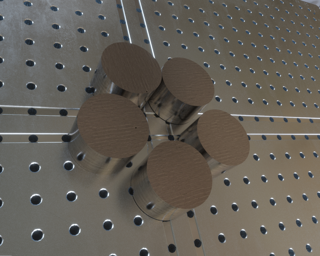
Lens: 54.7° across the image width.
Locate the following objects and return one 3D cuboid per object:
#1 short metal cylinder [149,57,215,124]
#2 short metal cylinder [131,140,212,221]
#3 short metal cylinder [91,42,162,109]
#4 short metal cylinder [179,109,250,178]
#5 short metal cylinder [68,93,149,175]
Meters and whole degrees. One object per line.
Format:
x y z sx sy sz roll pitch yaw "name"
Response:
0.029 -0.052 0.438 0.081 0.050 0.080 13 57 -21 "short metal cylinder"
0.013 0.061 0.360 0.081 0.050 0.080 13 56 -20 "short metal cylinder"
-0.045 -0.065 0.407 0.081 0.050 0.080 14 56 -21 "short metal cylinder"
0.072 0.022 0.416 0.081 0.050 0.080 13 57 -22 "short metal cylinder"
-0.059 0.007 0.355 0.081 0.050 0.080 13 56 -21 "short metal cylinder"
